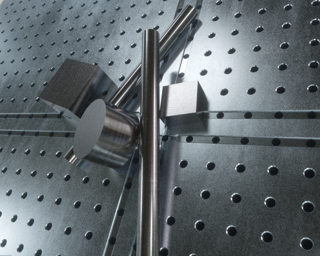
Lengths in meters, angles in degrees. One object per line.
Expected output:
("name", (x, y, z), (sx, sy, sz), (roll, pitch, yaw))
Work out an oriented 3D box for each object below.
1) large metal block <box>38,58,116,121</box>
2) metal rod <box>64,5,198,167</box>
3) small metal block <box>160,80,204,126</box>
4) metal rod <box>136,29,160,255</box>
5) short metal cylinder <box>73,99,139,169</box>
("large metal block", (-0.132, -0.059, 0.495), (0.080, 0.050, 0.080), (20, 72, 35))
("metal rod", (-0.039, -0.070, 0.469), (0.025, 0.025, 0.300), (29, 77, 37))
("small metal block", (0.029, -0.032, 0.412), (0.050, 0.025, 0.050), (-7, 59, 24))
("metal rod", (-0.013, 0.003, 0.387), (0.025, 0.025, 0.299), (-10, 65, 22))
("short metal cylinder", (-0.071, 0.008, 0.404), (0.080, 0.050, 0.080), (-31, 48, 41))
